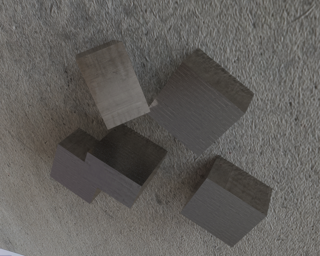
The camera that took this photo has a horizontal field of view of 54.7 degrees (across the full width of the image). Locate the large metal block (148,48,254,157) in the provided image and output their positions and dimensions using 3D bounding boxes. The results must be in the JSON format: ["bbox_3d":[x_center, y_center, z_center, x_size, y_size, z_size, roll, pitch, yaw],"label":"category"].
[{"bbox_3d":[0.044,-0.028,0.350,0.080,0.050,0.080,40,129,1],"label":"large metal block"}]

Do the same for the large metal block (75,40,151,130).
[{"bbox_3d":[-0.057,-0.054,0.359,0.050,0.080,0.080,-24,111,-7],"label":"large metal block"}]

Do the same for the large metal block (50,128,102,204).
[{"bbox_3d":[-0.120,0.060,0.491,0.080,0.050,0.079,33,129,6],"label":"large metal block"}]

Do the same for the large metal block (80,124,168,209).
[{"bbox_3d":[-0.048,0.049,0.427,0.080,0.080,0.050,31,129,8],"label":"large metal block"}]

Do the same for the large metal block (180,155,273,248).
[{"bbox_3d":[0.085,0.096,0.405,0.080,0.050,0.079,32,129,7],"label":"large metal block"}]
